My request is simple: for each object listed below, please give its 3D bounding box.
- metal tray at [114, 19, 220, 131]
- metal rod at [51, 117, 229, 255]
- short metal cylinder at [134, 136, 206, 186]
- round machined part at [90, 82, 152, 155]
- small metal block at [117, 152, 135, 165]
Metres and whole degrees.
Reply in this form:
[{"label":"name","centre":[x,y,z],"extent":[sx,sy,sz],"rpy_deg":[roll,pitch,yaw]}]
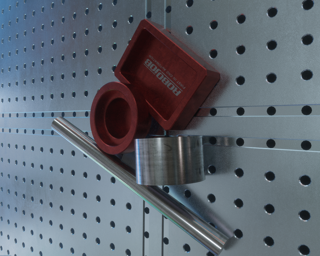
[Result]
[{"label":"metal tray","centre":[0.003,-0.069,0.401],"extent":[0.130,0.030,0.089],"rpy_deg":[48,118,29]},{"label":"metal rod","centre":[-0.043,0.064,0.416],"extent":[0.300,0.025,0.025],"rpy_deg":[32,110,26]},{"label":"short metal cylinder","centre":[0.011,0.036,0.361],"extent":[0.080,0.081,0.050],"rpy_deg":[-5,87,39]},{"label":"round machined part","centre":[-0.050,-0.013,0.427],"extent":[0.098,0.042,0.097],"rpy_deg":[0,90,41]},{"label":"small metal block","centre":[-0.066,0.038,0.461],"extent":[0.050,0.025,0.050],"rpy_deg":[35,111,34]}]
